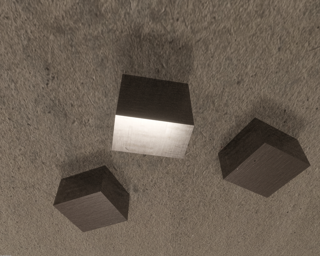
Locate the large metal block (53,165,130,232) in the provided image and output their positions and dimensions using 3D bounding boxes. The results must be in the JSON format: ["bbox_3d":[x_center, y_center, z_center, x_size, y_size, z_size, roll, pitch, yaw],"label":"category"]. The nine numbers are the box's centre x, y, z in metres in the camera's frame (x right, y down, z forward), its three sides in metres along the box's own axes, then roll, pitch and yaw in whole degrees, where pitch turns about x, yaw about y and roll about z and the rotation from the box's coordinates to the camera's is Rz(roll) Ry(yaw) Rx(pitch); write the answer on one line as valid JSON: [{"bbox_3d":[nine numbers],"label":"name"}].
[{"bbox_3d":[-0.104,0.112,0.485,0.080,0.050,0.080,-19,128,15],"label":"large metal block"}]

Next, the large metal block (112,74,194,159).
[{"bbox_3d":[-0.009,-0.015,0.358,0.081,0.080,0.050,8,130,-7],"label":"large metal block"}]

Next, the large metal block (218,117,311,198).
[{"bbox_3d":[0.141,0.043,0.430,0.080,0.050,0.080,24,126,-20],"label":"large metal block"}]
